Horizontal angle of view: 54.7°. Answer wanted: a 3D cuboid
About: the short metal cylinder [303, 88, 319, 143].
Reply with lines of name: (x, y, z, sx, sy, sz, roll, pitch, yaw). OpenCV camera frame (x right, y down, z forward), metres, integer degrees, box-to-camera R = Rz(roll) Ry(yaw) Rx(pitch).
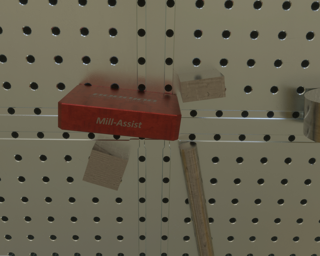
short metal cylinder: (0.221, -0.017, 0.381, 0.080, 0.080, 0.050, -7, 110, 2)

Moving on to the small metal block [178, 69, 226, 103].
small metal block: (0.050, -0.053, 0.381, 0.050, 0.050, 0.025, -7, 110, 2)

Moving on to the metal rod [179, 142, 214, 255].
metal rod: (0.065, 0.161, 0.473, 0.025, 0.025, 0.298, -10, 110, 3)

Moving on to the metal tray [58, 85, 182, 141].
metal tray: (-0.044, -0.021, 0.370, 0.131, 0.090, 0.030, 6, 110, -3)

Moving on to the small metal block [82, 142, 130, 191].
small metal block: (-0.075, 0.054, 0.432, 0.050, 0.025, 0.050, 18, 109, -7)
